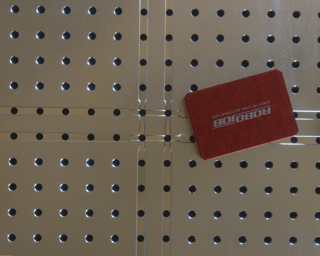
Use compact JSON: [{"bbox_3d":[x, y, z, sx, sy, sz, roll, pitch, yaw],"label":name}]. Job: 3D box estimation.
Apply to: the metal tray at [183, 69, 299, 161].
[{"bbox_3d":[0.105,-0.017,0.412,0.131,0.030,0.090,-16,90,-1],"label":"metal tray"}]
